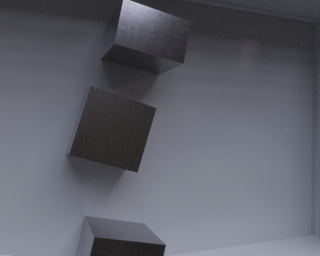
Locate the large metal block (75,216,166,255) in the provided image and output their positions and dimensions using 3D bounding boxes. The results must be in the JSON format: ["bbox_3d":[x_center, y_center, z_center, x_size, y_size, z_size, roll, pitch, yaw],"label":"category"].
[{"bbox_3d":[-0.049,0.144,0.364,0.081,0.080,0.050,14,85,-20],"label":"large metal block"}]

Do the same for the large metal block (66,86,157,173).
[{"bbox_3d":[-0.060,0.003,0.376,0.081,0.050,0.080,18,84,-20],"label":"large metal block"}]

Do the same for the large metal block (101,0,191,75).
[{"bbox_3d":[-0.020,-0.105,0.375,0.081,0.080,0.050,12,86,-20],"label":"large metal block"}]
